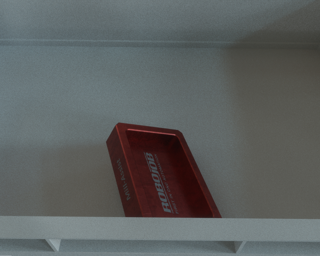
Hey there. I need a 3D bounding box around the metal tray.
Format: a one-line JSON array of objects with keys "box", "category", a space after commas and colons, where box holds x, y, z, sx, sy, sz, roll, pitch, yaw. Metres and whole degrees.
[{"box": [0.001, 0.055, 0.329, 0.091, 0.030, 0.130, 7, 43, -33], "category": "metal tray"}]
